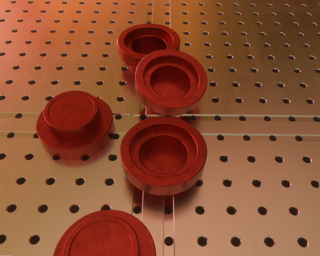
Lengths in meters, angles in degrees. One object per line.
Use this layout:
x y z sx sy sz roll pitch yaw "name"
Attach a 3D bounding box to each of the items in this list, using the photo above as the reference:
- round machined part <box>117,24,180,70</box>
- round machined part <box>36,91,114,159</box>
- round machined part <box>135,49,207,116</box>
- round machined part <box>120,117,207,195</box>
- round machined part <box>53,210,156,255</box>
-0.018 -0.124 0.500 0.099 0.042 0.098 0 49 0 "round machined part"
-0.112 -0.011 0.404 0.099 0.042 0.098 0 50 0 "round machined part"
0.014 -0.060 0.437 0.099 0.042 0.098 3 63 -5 "round machined part"
0.004 0.036 0.366 0.099 0.042 0.098 0 50 0 "round machined part"
-0.053 0.123 0.293 0.099 0.042 0.098 0 50 0 "round machined part"
